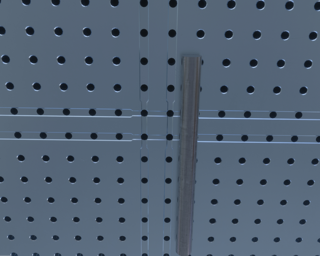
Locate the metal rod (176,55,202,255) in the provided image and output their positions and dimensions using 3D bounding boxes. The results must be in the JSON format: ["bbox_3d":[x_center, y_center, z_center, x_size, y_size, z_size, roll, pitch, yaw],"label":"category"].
[{"bbox_3d":[0.038,0.051,0.432,0.025,0.025,0.298,0,110,0],"label":"metal rod"}]
